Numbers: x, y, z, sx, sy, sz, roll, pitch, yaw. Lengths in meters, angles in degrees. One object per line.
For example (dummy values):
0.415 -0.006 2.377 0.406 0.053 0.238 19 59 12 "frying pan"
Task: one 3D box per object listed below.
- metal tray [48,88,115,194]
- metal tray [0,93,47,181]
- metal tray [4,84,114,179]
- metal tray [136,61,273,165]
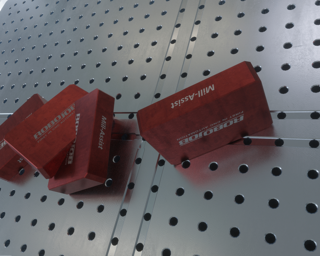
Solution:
-0.108 0.019 0.431 0.090 0.030 0.130 -22 54 37 "metal tray"
-0.231 0.013 0.520 0.130 0.030 0.090 -44 51 -2 "metal tray"
-0.143 0.000 0.450 0.090 0.030 0.130 31 62 27 "metal tray"
0.052 -0.010 0.346 0.130 0.090 0.030 -24 53 13 "metal tray"
